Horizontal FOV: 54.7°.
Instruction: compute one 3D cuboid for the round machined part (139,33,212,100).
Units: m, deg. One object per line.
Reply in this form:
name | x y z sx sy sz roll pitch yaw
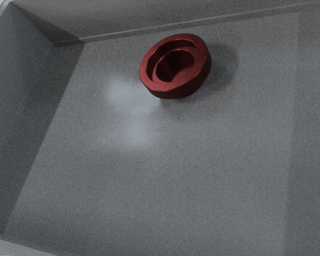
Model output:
round machined part | 0.024 -0.080 0.430 0.098 0.042 0.098 -13 56 20
